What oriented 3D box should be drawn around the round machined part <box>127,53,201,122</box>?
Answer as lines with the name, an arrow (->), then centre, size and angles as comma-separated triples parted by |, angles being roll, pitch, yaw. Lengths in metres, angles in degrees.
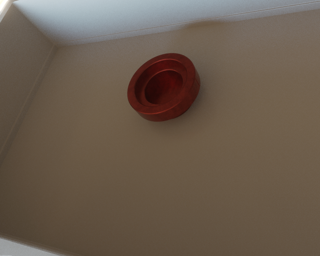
round machined part -> 0.009, -0.050, 0.422 | 0.098, 0.042, 0.098 | -13, 56, 21
